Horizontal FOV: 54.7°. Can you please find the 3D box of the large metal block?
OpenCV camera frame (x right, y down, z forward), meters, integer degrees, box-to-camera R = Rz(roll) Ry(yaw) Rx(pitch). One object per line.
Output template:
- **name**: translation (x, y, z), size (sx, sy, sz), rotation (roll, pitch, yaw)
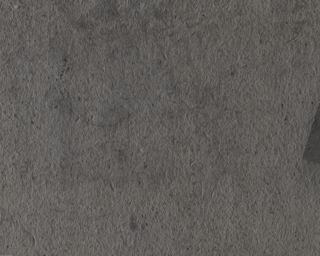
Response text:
- **large metal block**: translation (0.245, 0.016, 0.399), size (0.080, 0.050, 0.080), rotation (17, 90, 0)
